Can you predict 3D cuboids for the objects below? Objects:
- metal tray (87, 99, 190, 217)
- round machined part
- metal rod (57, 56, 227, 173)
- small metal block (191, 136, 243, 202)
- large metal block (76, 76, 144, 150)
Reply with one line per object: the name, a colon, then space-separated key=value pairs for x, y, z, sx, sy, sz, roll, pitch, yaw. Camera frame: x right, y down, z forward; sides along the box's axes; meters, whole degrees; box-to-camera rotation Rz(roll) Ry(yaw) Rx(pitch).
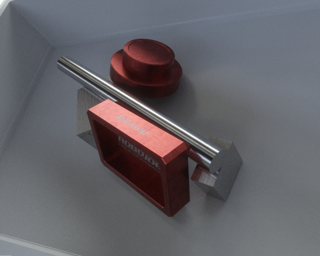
metal tray: x=-0.026 y=0.031 z=0.351 sx=0.030 sy=0.089 sz=0.130 roll=-34 pitch=46 yaw=-30
round machined part: x=-0.017 y=-0.087 z=0.420 sx=0.099 sy=0.042 sz=0.098 roll=8 pitch=42 yaw=-7
metal rod: x=-0.045 y=-0.033 z=0.381 sx=0.300 sy=0.025 sz=0.025 roll=33 pitch=80 yaw=38
small metal block: x=0.062 y=0.044 z=0.328 sx=0.025 sy=0.050 sz=0.050 roll=15 pitch=70 yaw=34
large metal block: x=-0.068 y=-0.025 z=0.437 sx=0.080 sy=0.050 sz=0.080 roll=-20 pitch=54 yaw=16
